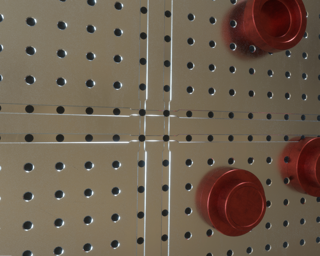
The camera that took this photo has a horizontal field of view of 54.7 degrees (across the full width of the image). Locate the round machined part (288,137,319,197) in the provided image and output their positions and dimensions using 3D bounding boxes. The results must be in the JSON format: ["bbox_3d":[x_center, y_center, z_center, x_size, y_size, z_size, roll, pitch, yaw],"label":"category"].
[{"bbox_3d":[0.261,0.064,0.503,0.099,0.042,0.097,0,90,-20],"label":"round machined part"}]

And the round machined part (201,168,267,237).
[{"bbox_3d":[0.113,0.108,0.447,0.099,0.042,0.097,0,90,-20],"label":"round machined part"}]

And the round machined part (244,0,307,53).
[{"bbox_3d":[0.168,-0.162,0.467,0.099,0.042,0.097,0,90,-21],"label":"round machined part"}]
